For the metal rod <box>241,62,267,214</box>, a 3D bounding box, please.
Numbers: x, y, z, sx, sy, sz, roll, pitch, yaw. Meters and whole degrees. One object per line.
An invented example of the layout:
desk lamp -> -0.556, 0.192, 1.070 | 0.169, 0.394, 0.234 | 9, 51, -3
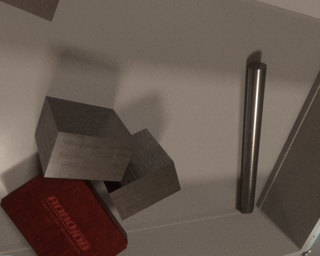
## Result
metal rod -> 0.152, 0.035, 0.516 | 0.025, 0.025, 0.298 | -20, 126, -17

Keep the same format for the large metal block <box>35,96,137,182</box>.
large metal block -> -0.083, 0.012, 0.336 | 0.081, 0.080, 0.050 | 10, 113, -33

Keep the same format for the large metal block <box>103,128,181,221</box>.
large metal block -> -0.032, 0.055, 0.391 | 0.081, 0.080, 0.050 | -25, 128, -13

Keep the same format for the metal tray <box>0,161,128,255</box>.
metal tray -> -0.111, 0.111, 0.372 | 0.090, 0.030, 0.130 | -34, 96, -7

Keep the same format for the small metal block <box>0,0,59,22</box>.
small metal block -> -0.112, -0.128, 0.268 | 0.050, 0.025, 0.050 | 15, 111, -36
